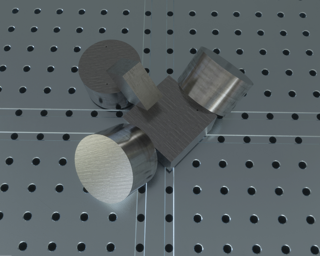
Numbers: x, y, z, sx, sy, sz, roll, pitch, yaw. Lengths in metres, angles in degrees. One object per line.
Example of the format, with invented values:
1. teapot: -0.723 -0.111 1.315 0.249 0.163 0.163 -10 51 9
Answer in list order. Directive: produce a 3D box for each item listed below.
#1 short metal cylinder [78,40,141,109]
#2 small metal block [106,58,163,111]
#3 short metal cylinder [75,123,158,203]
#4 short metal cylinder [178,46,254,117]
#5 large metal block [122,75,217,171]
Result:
1. short metal cylinder: -0.064 -0.072 0.421 0.081 0.050 0.080 0 70 0
2. small metal block: -0.030 -0.052 0.361 0.025 0.050 0.050 -43 32 -12
3. short metal cylinder: -0.050 0.039 0.358 0.080 0.050 0.079 9 108 28
4. short metal cylinder: 0.070 -0.059 0.393 0.080 0.080 0.050 41 114 13
5. large metal block: 0.012 -0.005 0.394 0.080 0.050 0.080 43 75 14
